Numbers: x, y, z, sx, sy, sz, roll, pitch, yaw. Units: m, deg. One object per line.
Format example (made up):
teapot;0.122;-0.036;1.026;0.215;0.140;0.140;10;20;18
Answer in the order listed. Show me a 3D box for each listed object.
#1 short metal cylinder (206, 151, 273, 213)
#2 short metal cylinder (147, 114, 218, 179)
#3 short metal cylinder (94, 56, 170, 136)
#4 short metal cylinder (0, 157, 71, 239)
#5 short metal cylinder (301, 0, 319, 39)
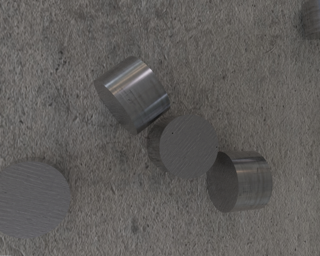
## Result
short metal cylinder;0.104;0.071;0.418;0.050;0.080;0.080;0;90;-20
short metal cylinder;0.028;0.023;0.406;0.081;0.050;0.080;0;90;-20
short metal cylinder;-0.033;-0.038;0.367;0.050;0.080;0.080;-39;103;-16
short metal cylinder;-0.143;0.074;0.343;0.081;0.050;0.080;0;90;-20
short metal cylinder;0.264;-0.172;0.476;0.081;0.080;0.050;-9;94;-20
